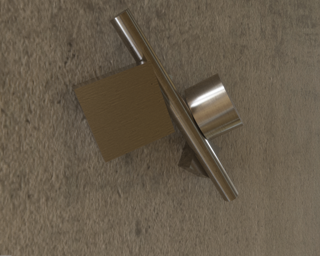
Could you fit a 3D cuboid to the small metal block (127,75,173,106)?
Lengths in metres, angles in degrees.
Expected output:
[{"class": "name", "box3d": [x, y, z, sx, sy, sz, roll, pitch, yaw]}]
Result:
[{"class": "small metal block", "box3d": [-0.014, -0.049, 0.396, 0.050, 0.025, 0.050, 16, 80, -39]}]

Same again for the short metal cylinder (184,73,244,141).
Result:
[{"class": "short metal cylinder", "box3d": [0.075, -0.029, 0.429, 0.080, 0.050, 0.080, 56, 18, -27]}]

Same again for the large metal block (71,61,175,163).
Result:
[{"class": "large metal block", "box3d": [-0.040, -0.021, 0.336, 0.081, 0.050, 0.080, -24, 107, -13]}]

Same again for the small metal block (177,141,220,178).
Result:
[{"class": "small metal block", "box3d": [0.058, 0.042, 0.458, 0.050, 0.025, 0.050, 31, 71, -36]}]

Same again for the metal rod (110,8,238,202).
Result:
[{"class": "metal rod", "box3d": [0.031, -0.012, 0.402, 0.025, 0.025, 0.299, -49, 119, -29]}]
